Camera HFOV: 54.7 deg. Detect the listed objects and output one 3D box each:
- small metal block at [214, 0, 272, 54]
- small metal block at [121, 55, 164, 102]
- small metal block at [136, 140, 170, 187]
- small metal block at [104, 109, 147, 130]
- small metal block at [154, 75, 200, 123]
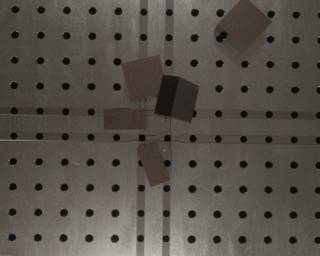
[{"bbox_3d":[0.111,-0.137,0.415,0.050,0.025,0.050,43,90,-1],"label":"small metal block"},{"bbox_3d":[-0.020,-0.065,0.413,0.050,0.025,0.050,-14,90,-1],"label":"small metal block"},{"bbox_3d":[-0.008,0.044,0.401,0.025,0.050,0.050,-20,90,0],"label":"small metal block"},{"bbox_3d":[-0.043,-0.011,0.400,0.050,0.050,0.025,-1,90,-1],"label":"small metal block"},{"bbox_3d":[0.023,-0.037,0.399,0.025,0.050,0.050,13,90,36],"label":"small metal block"}]
